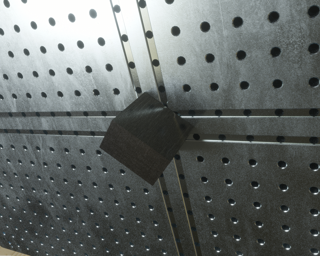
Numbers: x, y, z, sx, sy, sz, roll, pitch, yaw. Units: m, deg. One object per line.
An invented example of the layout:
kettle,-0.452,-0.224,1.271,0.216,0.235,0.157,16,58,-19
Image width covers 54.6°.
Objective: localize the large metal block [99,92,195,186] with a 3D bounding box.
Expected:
large metal block,-0.014,0.011,0.390,0.080,0.080,0.050,35,129,4
